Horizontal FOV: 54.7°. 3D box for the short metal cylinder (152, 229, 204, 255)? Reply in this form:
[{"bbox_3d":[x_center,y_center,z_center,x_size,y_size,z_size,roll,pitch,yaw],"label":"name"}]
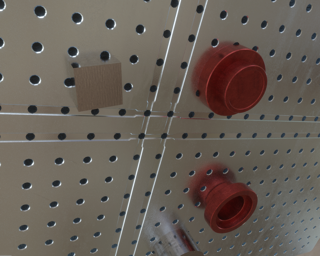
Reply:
[{"bbox_3d":[0.032,0.229,0.554,0.081,0.050,0.079,-14,124,-21],"label":"short metal cylinder"}]

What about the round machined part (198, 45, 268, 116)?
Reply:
[{"bbox_3d":[0.105,-0.059,0.421,0.099,0.042,0.097,-14,124,-21],"label":"round machined part"}]

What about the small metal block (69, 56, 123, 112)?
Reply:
[{"bbox_3d":[-0.070,-0.049,0.342,0.050,0.025,0.050,-12,124,-22],"label":"small metal block"}]

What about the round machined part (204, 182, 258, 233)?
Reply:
[{"bbox_3d":[0.120,0.136,0.549,0.099,0.042,0.097,-14,124,-21],"label":"round machined part"}]
